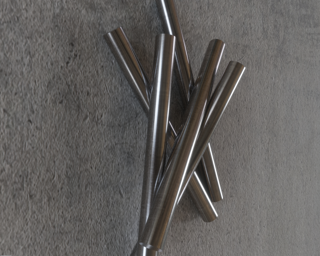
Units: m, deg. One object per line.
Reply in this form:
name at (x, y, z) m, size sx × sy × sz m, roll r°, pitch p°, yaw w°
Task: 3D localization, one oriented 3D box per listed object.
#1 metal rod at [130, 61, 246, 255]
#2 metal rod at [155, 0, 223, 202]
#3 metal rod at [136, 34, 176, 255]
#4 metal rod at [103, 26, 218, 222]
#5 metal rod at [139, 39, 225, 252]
metal rod at (0.037, 0.045, 0.402) m, size 0.025 × 0.025 × 0.299 m, roll 35°, pitch 79°, yaw -35°
metal rod at (0.045, -0.032, 0.442) m, size 0.025 × 0.025 × 0.298 m, roll -26°, pitch 106°, yaw -37°
metal rod at (-0.005, 0.038, 0.365) m, size 0.025 × 0.025 × 0.298 m, roll 8°, pitch 85°, yaw -40°
metal rod at (0.010, 0.010, 0.412) m, size 0.025 × 0.025 × 0.299 m, roll -42°, pitch 116°, yaw -32°
metal rod at (0.038, -0.001, 0.386) m, size 0.025 × 0.025 × 0.300 m, roll 42°, pitch 54°, yaw -32°
